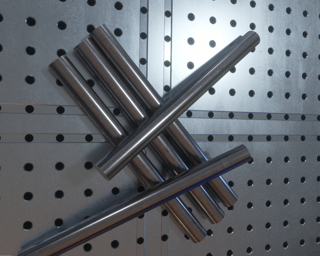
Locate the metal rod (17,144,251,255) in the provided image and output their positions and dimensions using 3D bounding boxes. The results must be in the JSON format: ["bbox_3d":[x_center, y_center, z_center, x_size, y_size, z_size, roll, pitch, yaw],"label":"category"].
[{"bbox_3d":[-0.022,0.093,0.383,0.302,0.025,0.025,-24,99,-11],"label":"metal rod"}]

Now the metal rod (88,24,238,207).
[{"bbox_3d":[0.012,-0.007,0.418,0.025,0.025,0.300,-42,104,-15],"label":"metal rod"}]

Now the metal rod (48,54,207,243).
[{"bbox_3d":[-0.034,0.036,0.401,0.025,0.025,0.300,-41,103,-16],"label":"metal rod"}]

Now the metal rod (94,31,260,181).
[{"bbox_3d":[0.037,-0.043,0.406,0.301,0.025,0.025,-42,104,-24],"label":"metal rod"}]

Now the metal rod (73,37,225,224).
[{"bbox_3d":[-0.007,0.013,0.411,0.025,0.025,0.300,-41,103,-16],"label":"metal rod"}]
